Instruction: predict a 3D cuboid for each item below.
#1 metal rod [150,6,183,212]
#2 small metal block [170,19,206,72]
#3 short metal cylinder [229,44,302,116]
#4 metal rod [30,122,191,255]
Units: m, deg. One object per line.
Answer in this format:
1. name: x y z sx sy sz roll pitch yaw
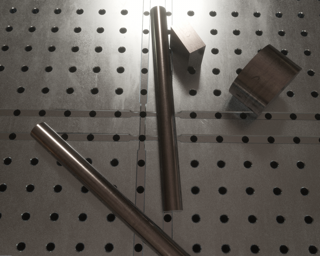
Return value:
1. metal rod: 0.006 -0.039 0.426 0.025 0.025 0.299 -3 70 -2
2. small metal block: 0.038 -0.116 0.442 0.025 0.050 0.050 -29 73 -10
3. short metal cylinder: 0.137 -0.062 0.407 0.080 0.080 0.050 -43 76 -14
4. metal rod: -0.047 0.095 0.376 0.300 0.025 0.025 39 75 13
